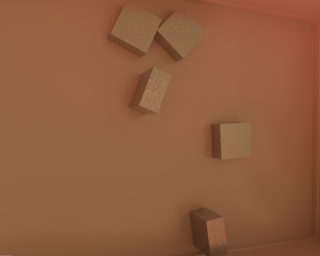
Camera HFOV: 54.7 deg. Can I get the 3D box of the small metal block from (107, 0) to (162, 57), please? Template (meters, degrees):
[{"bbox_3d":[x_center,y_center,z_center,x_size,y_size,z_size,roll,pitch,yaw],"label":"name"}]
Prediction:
[{"bbox_3d":[-0.033,-0.127,0.399,0.050,0.025,0.050,25,82,-19],"label":"small metal block"}]

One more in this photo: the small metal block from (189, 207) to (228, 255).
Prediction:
[{"bbox_3d":[0.065,0.142,0.423,0.025,0.050,0.050,-8,93,-20],"label":"small metal block"}]

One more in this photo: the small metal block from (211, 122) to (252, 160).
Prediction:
[{"bbox_3d":[0.104,0.018,0.451,0.050,0.025,0.050,-3,91,-20],"label":"small metal block"}]

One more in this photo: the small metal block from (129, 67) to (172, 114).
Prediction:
[{"bbox_3d":[-0.014,-0.046,0.393,0.025,0.050,0.050,23,83,-19],"label":"small metal block"}]

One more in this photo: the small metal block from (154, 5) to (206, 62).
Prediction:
[{"bbox_3d":[0.025,-0.127,0.421,0.050,0.025,0.050,43,76,-15],"label":"small metal block"}]
